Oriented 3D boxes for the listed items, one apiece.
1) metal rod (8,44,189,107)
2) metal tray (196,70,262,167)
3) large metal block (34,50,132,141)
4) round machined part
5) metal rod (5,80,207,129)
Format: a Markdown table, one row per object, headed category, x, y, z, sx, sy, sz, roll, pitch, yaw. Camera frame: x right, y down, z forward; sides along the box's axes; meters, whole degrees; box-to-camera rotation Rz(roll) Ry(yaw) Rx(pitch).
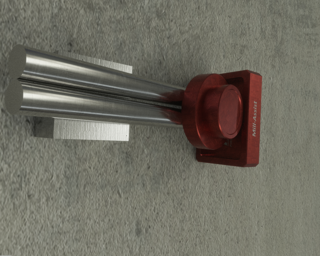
| category | x | y | z | sx | sy | sz | roll | pitch | yaw |
| --- | --- | --- | --- | --- | --- | --- | --- | --- | --- |
| metal rod | -0.011 | -0.041 | 0.340 | 0.302 | 0.025 | 0.025 | 4 | 88 | -53 |
| metal tray | 0.097 | -0.012 | 0.447 | 0.030 | 0.090 | 0.129 | 5 | 87 | -40 |
| large metal block | -0.078 | -0.028 | 0.321 | 0.081 | 0.050 | 0.080 | 4 | 87 | -40 |
| round machined part | 0.073 | -0.021 | 0.395 | 0.099 | 0.042 | 0.097 | -4 | 96 | -51 |
| metal rod | -0.012 | -0.015 | 0.339 | 0.302 | 0.025 | 0.025 | 5 | 87 | -53 |
